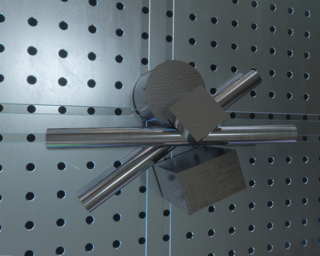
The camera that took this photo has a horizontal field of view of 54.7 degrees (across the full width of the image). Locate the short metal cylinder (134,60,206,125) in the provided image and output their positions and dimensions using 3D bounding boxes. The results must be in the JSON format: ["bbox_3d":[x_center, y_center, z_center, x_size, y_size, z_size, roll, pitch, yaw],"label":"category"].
[{"bbox_3d":[0.012,-0.043,0.400,0.081,0.050,0.079,0,89,-20],"label":"short metal cylinder"}]

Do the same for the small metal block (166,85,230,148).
[{"bbox_3d":[0.043,-0.014,0.363,0.050,0.025,0.050,-37,79,-16],"label":"small metal block"}]

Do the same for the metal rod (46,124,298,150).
[{"bbox_3d":[0.020,0.010,0.379,0.302,0.025,0.025,-1,91,-7],"label":"metal rod"}]

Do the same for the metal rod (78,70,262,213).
[{"bbox_3d":[0.025,0.009,0.419,0.301,0.025,0.025,-36,102,-17],"label":"metal rod"}]

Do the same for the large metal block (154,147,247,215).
[{"bbox_3d":[0.048,0.061,0.397,0.081,0.080,0.050,-19,97,-19],"label":"large metal block"}]

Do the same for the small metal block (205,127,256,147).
[{"bbox_3d":[0.097,0.012,0.432,0.050,0.050,0.025,0,90,-19],"label":"small metal block"}]
